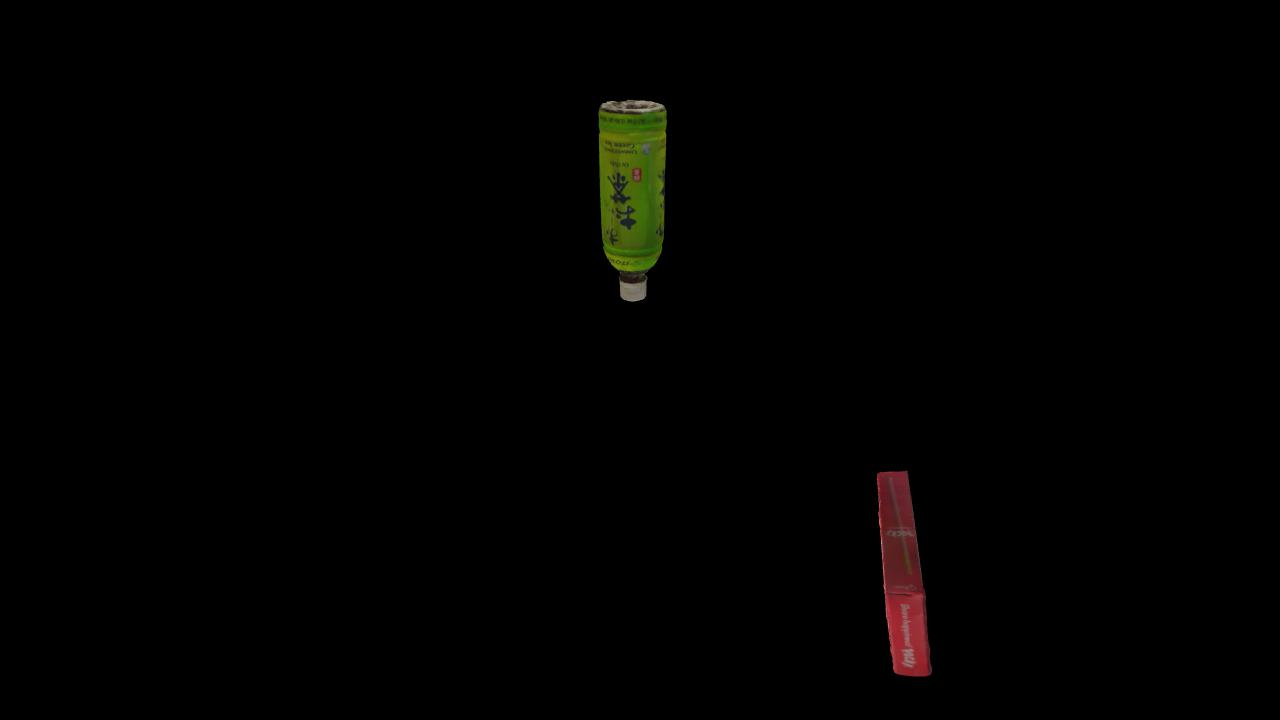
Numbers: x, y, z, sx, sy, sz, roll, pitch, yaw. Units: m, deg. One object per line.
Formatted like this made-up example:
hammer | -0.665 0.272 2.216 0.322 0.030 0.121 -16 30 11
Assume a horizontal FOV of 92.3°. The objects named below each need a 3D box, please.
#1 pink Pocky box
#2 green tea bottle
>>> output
pink Pocky box | 0.220 0.171 0.517 0.029 0.084 0.155 -6 24 21
green tea bottle | -0.008 -0.165 0.668 0.073 0.212 0.073 0 33 0
